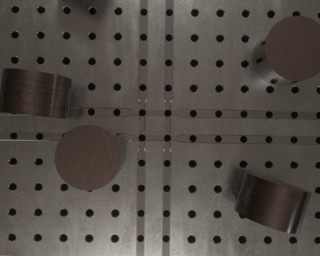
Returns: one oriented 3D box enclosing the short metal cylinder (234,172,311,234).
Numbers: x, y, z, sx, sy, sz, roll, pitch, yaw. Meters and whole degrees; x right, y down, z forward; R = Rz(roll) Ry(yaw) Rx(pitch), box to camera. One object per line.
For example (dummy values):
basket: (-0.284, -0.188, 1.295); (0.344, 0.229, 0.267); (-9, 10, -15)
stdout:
short metal cylinder: (0.140, 0.091, 0.388); (0.080, 0.080, 0.050); (17, 90, -1)

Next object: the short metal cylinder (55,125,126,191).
short metal cylinder: (-0.087, 0.036, 0.400); (0.081, 0.050, 0.079); (0, 90, -1)

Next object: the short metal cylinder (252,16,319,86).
short metal cylinder: (0.168, -0.098, 0.403); (0.081, 0.050, 0.079); (0, 90, -1)

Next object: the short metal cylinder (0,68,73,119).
short metal cylinder: (-0.153, -0.040, 0.384); (0.081, 0.080, 0.050); (6, 90, -1)
